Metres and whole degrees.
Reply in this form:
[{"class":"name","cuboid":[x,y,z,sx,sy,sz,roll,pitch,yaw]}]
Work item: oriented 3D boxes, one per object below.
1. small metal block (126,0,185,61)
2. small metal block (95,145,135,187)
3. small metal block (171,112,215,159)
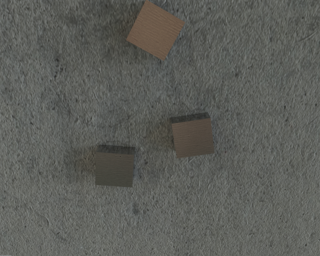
[{"class":"small metal block","cuboid":[-0.005,-0.115,0.367,0.050,0.025,0.050,27,108,-10]},{"class":"small metal block","cuboid":[-0.061,0.052,0.428,0.050,0.025,0.050,4,110,-2]},{"class":"small metal block","cuboid":[0.043,0.010,0.414,0.050,0.025,0.050,-9,110,3]}]
